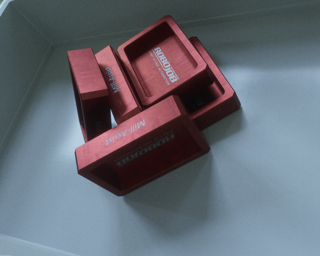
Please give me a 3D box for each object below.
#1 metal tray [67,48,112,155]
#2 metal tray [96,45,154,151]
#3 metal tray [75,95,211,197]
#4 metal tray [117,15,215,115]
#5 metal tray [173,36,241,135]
[{"bbox_3d":[-0.087,-0.023,0.396,0.030,0.129,0.090,-13,50,-17],"label":"metal tray"},{"bbox_3d":[-0.038,-0.037,0.402,0.030,0.090,0.130,-32,52,7],"label":"metal tray"},{"bbox_3d":[-0.017,0.026,0.354,0.130,0.090,0.030,-29,52,10],"label":"metal tray"},{"bbox_3d":[0.003,-0.085,0.411,0.090,0.030,0.130,-32,51,7],"label":"metal tray"},{"bbox_3d":[0.037,-0.057,0.416,0.090,0.030,0.130,-31,51,10],"label":"metal tray"}]
